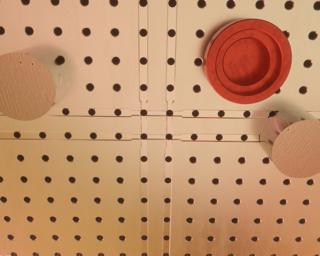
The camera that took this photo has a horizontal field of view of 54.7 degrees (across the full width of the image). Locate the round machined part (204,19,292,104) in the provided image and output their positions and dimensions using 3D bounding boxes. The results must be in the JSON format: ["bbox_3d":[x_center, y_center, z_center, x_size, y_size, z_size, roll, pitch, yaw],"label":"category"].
[{"bbox_3d":[0.102,-0.081,0.375,0.099,0.042,0.097,0,110,0],"label":"round machined part"}]

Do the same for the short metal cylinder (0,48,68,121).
[{"bbox_3d":[-0.160,-0.055,0.378,0.081,0.050,0.079,0,110,0],"label":"short metal cylinder"}]

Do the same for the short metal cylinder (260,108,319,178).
[{"bbox_3d":[0.180,0.019,0.408,0.081,0.050,0.079,0,110,0],"label":"short metal cylinder"}]
